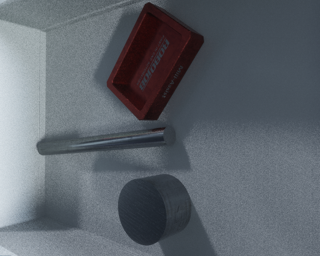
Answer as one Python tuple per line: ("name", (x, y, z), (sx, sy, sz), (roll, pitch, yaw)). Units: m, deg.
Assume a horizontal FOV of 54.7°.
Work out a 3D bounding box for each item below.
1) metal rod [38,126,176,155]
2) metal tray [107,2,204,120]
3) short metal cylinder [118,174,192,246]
("metal rod", (-0.103, 0.025, 0.489), (0.300, 0.025, 0.025), (-7, 86, 39))
("metal tray", (-0.012, -0.085, 0.410), (0.090, 0.030, 0.129), (46, 117, 30))
("short metal cylinder", (-0.007, 0.102, 0.395), (0.080, 0.050, 0.079), (0, 90, 39))
